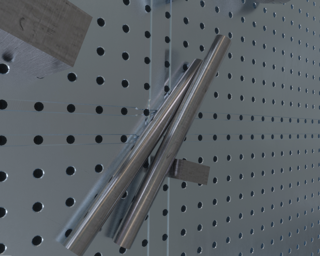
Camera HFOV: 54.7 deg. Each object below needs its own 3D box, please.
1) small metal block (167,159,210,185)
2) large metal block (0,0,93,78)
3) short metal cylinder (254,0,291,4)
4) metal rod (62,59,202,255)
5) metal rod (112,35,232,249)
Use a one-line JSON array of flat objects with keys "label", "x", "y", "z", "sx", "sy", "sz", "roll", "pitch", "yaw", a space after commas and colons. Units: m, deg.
[{"label": "small metal block", "x": 0.030, "y": 0.058, "z": 0.419, "sx": 0.050, "sy": 0.050, "sz": 0.025, "roll": 19, "pitch": 78, "yaw": -39}, {"label": "large metal block", "x": -0.121, "y": -0.089, "z": 0.272, "sx": 0.080, "sy": 0.080, "sz": 0.050, "roll": 27, "pitch": 73, "yaw": -37}, {"label": "short metal cylinder", "x": 0.201, "y": -0.260, "z": 0.542, "sx": 0.050, "sy": 0.080, "sz": 0.079, "roll": -17, "pitch": 101, "yaw": -39}, {"label": "metal rod", "x": -0.017, "y": 0.019, "z": 0.394, "sx": 0.025, "sy": 0.025, "sz": 0.301, "roll": 49, "pitch": 61, "yaw": -29}, {"label": "metal rod", "x": 0.021, "y": 0.009, "z": 0.401, "sx": 0.025, "sy": 0.025, "sz": 0.299, "roll": 35, "pitch": 76, "yaw": -35}]
